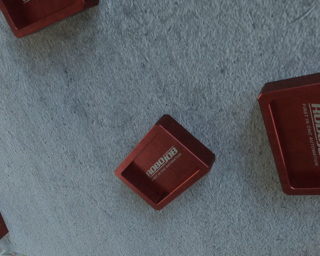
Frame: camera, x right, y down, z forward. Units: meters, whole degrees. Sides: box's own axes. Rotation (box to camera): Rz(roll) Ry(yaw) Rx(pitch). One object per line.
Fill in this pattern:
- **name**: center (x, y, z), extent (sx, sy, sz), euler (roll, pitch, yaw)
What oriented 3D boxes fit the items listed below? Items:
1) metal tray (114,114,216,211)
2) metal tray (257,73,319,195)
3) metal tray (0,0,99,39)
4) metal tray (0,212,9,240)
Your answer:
- **metal tray**: center (0.002, 0.053, 0.434), extent (0.090, 0.030, 0.129), euler (41, 129, -1)
- **metal tray**: center (0.164, 0.010, 0.322), extent (0.090, 0.030, 0.129), euler (-9, 114, 32)
- **metal tray**: center (-0.146, -0.171, 0.374), extent (0.130, 0.030, 0.090), euler (-9, 114, 32)
- **metal tray**: center (-0.436, 0.213, 0.765), extent (0.090, 0.030, 0.129), euler (11, 123, 22)
